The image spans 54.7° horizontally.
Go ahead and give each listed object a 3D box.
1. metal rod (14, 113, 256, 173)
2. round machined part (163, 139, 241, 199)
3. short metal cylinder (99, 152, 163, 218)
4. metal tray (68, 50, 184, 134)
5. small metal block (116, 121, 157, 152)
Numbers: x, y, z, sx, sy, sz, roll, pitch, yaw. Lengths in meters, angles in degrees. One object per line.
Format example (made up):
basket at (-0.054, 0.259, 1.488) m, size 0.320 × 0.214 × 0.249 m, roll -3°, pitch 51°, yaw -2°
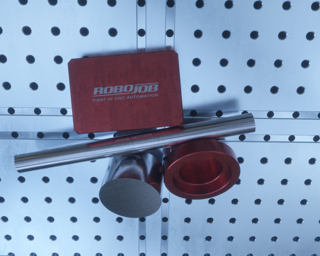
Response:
metal rod at (-0.033, 0.020, 0.393) m, size 0.302 × 0.025 × 0.025 m, roll -10°, pitch 110°, yaw 3°
round machined part at (0.053, 0.049, 0.411) m, size 0.099 × 0.042 × 0.097 m, roll -3°, pitch 132°, yaw -3°
short metal cylinder at (-0.036, 0.076, 0.415) m, size 0.080 × 0.050 × 0.079 m, roll 3°, pitch 129°, yaw 4°
metal tray at (-0.040, -0.043, 0.380) m, size 0.131 × 0.030 × 0.089 m, roll -5°, pitch 92°, yaw 0°
small metal block at (-0.036, 0.015, 0.427) m, size 0.050 × 0.025 × 0.050 m, roll 17°, pitch 109°, yaw -7°
